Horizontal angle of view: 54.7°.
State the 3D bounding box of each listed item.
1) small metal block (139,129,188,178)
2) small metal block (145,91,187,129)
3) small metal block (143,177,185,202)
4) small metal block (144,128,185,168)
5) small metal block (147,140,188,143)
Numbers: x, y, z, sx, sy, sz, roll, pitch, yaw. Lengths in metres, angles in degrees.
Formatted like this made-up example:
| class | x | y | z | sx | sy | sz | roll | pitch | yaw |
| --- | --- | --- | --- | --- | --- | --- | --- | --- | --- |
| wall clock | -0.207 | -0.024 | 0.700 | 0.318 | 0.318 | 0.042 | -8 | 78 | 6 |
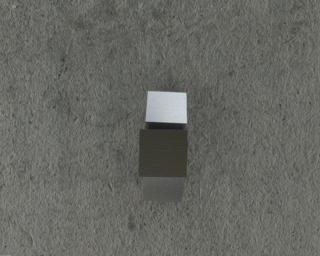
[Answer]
| class | x | y | z | sx | sy | sz | roll | pitch | yaw |
| --- | --- | --- | --- | --- | --- | --- | --- | --- | --- |
| small metal block | 0.003 | 0.027 | 0.336 | 0.050 | 0.025 | 0.050 | 1 | 90 | -1 |
| small metal block | 0.008 | -0.020 | 0.399 | 0.050 | 0.025 | 0.050 | 3 | 54 | 0 |
| small metal block | 0.004 | 0.069 | 0.399 | 0.050 | 0.025 | 0.050 | 2 | 131 | -1 |
| small metal block | 0.006 | 0.026 | 0.412 | 0.050 | 0.025 | 0.050 | 2 | 90 | -1 |
| small metal block | 0.006 | 0.027 | 0.373 | 0.050 | 0.050 | 0.025 | 2 | 90 | -1 |
